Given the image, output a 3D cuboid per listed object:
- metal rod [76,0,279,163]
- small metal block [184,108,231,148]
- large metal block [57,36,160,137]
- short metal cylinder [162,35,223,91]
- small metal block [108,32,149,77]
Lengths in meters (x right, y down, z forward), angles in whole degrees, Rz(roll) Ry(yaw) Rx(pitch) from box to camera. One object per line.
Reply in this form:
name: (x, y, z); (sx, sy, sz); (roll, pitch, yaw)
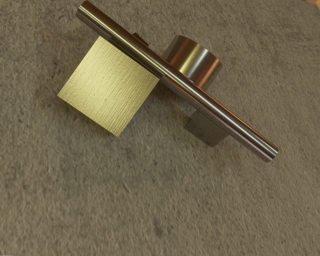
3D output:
metal rod: (0.025, -0.056, 0.390); (0.301, 0.025, 0.025); (37, 51, -4)
small metal block: (0.070, -0.006, 0.429); (0.050, 0.050, 0.025); (35, 51, -5)
large metal block: (-0.058, -0.047, 0.365); (0.080, 0.050, 0.080); (35, 91, -6)
short metal cylinder: (0.041, -0.087, 0.439); (0.080, 0.080, 0.050); (34, 93, -7)
small metal block: (-0.048, -0.096, 0.424); (0.025, 0.050, 0.050); (44, 51, 1)
